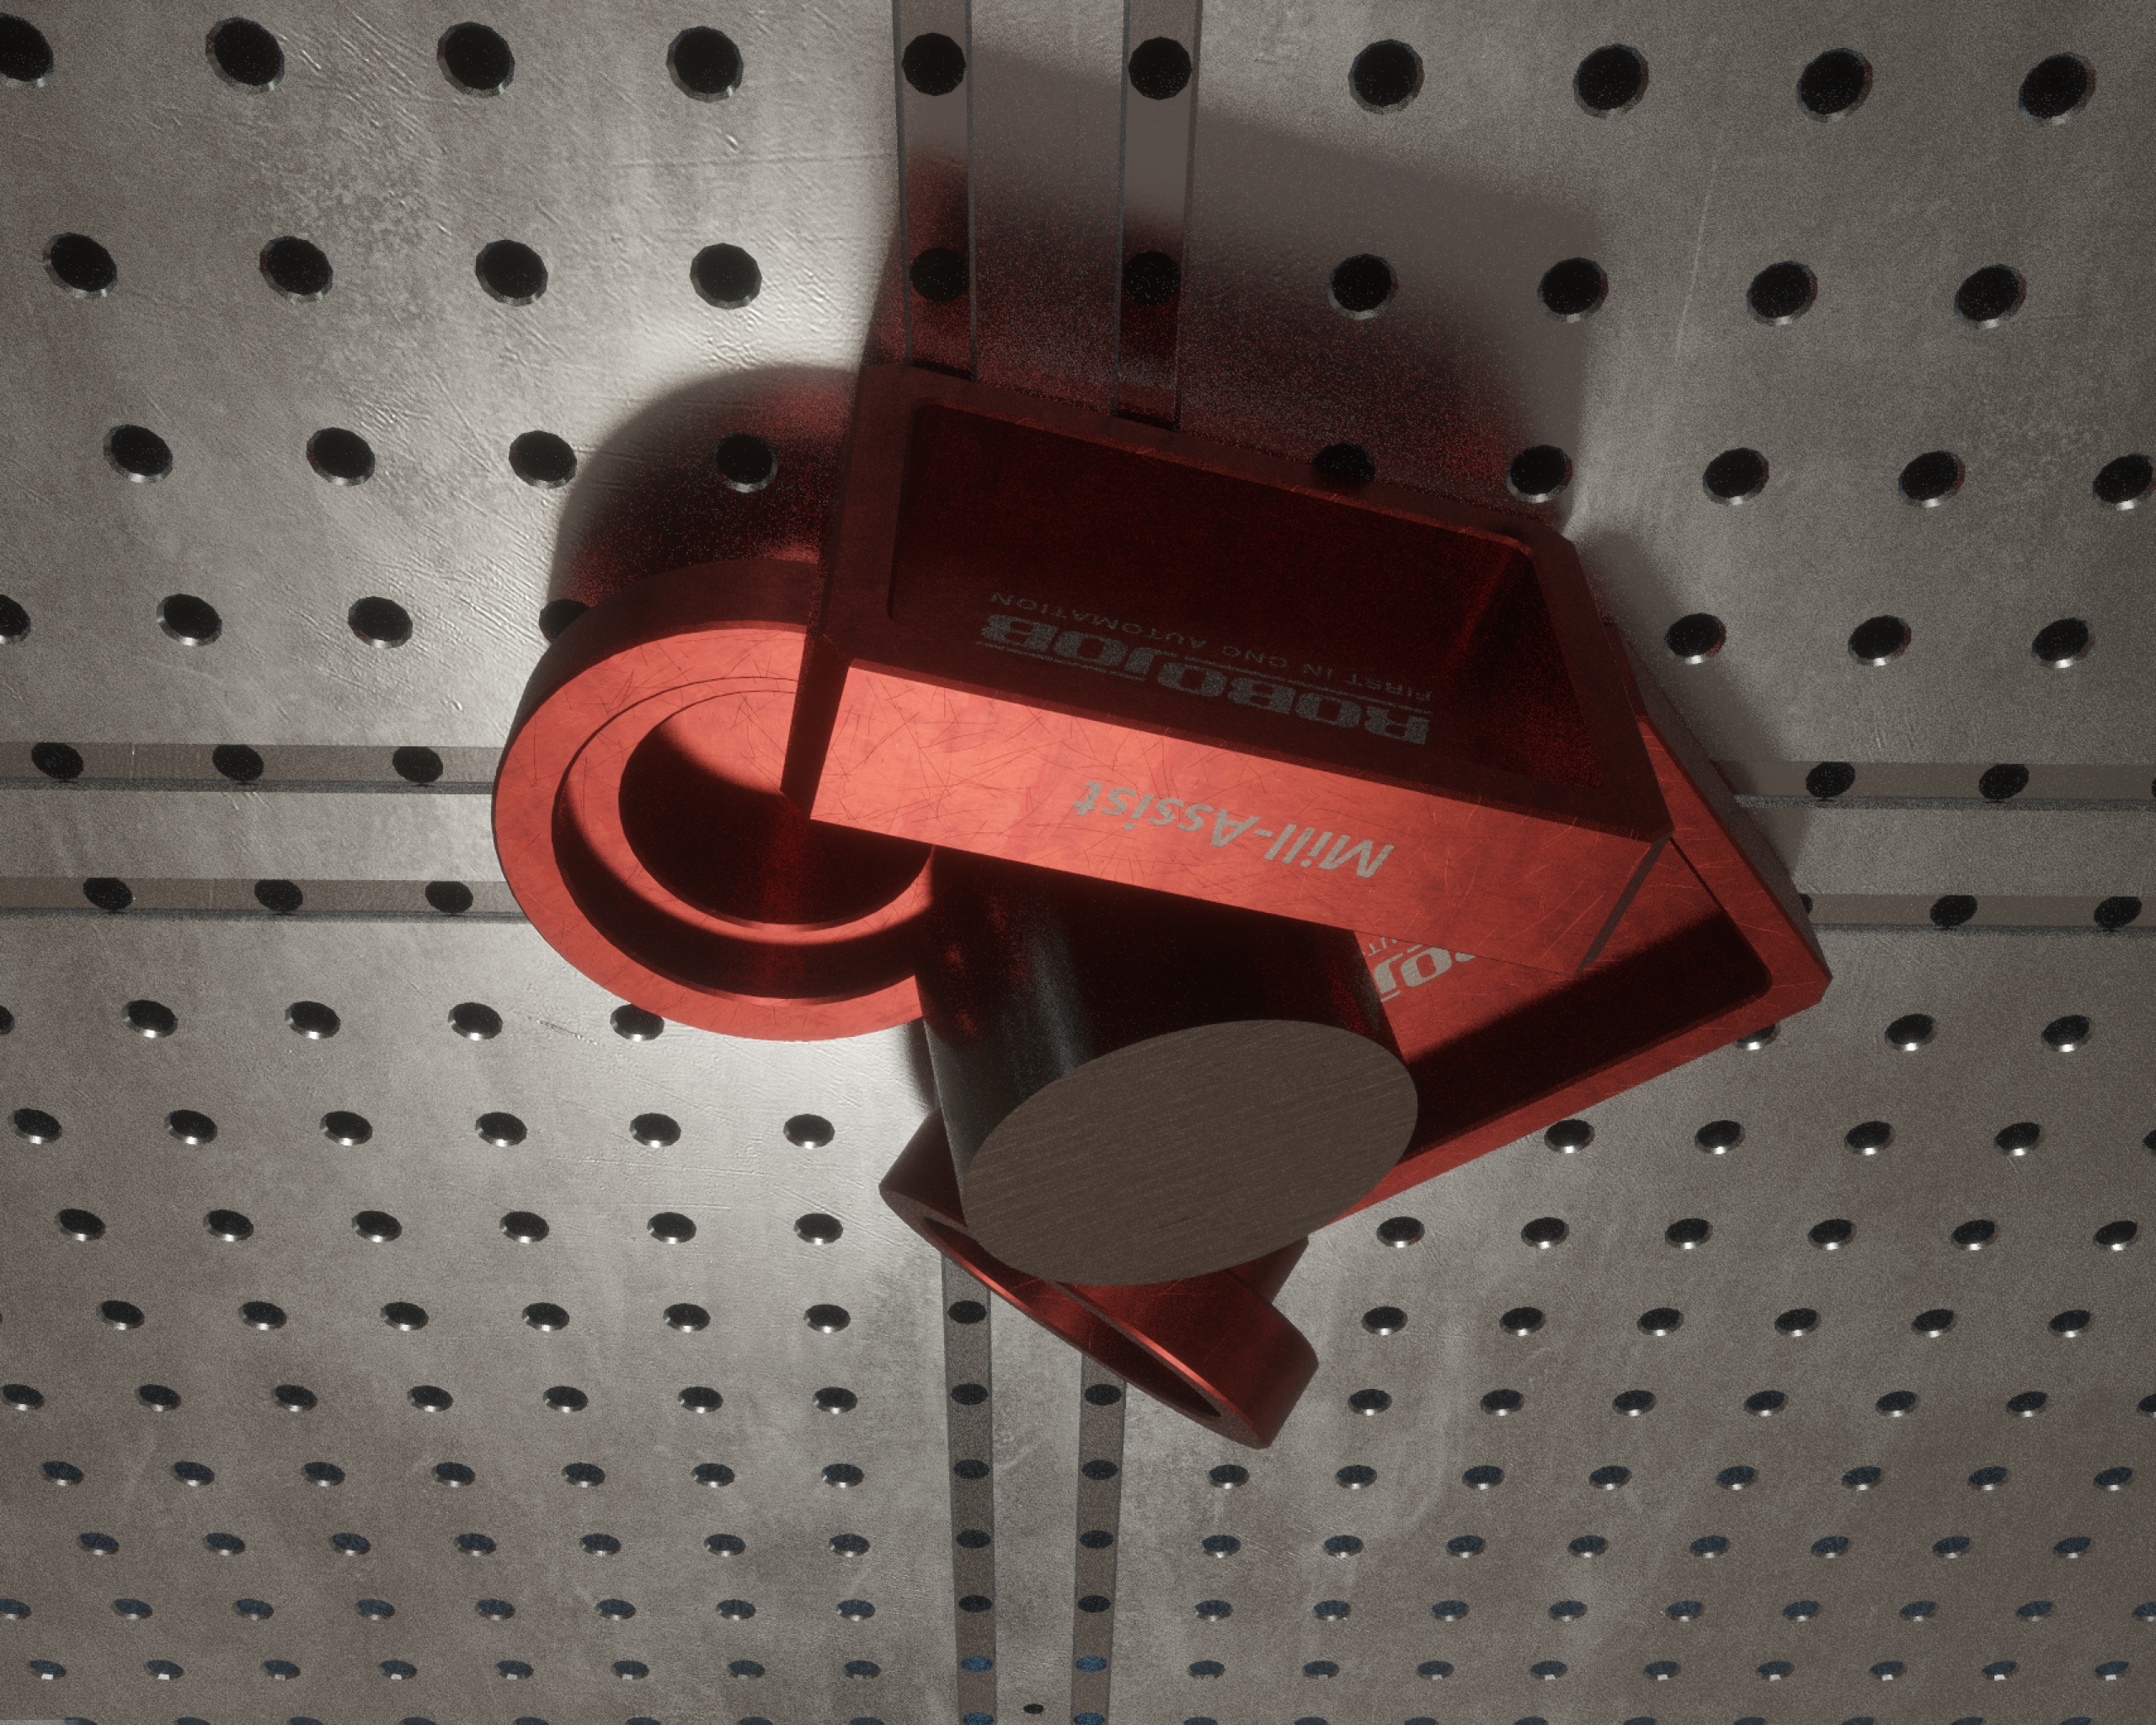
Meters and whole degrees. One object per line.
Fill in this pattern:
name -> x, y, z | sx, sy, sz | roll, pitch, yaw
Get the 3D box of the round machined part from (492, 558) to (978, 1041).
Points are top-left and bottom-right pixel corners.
round machined part -> -0.054, -0.015, 0.387 | 0.099, 0.042, 0.097 | -1, 130, 0

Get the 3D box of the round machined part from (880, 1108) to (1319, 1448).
round machined part -> 0.010, 0.080, 0.446 | 0.098, 0.042, 0.098 | 31, 164, 11

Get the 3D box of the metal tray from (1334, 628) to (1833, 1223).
metal tray -> 0.072, 0.019, 0.425 | 0.130, 0.030, 0.090 | -29, 125, 22

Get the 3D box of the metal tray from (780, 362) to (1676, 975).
metal tray -> 0.023, -0.034, 0.340 | 0.131, 0.090, 0.030 | 12, 129, -11

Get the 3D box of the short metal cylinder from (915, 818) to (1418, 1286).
short metal cylinder -> 0.015, 0.033, 0.375 | 0.081, 0.050, 0.080 | -9, 140, -8
